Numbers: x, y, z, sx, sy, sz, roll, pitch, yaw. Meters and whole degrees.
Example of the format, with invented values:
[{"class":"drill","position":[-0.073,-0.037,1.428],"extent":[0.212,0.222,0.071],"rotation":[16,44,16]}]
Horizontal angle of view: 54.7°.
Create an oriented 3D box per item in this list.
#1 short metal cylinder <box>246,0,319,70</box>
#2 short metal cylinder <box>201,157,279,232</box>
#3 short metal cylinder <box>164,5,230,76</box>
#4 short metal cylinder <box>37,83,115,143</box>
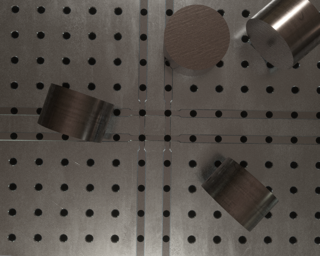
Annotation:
[{"class":"short metal cylinder","position":[0.155,-0.120,0.388],"extent":[0.050,0.080,0.080],"rotation":[-41,91,0]},{"class":"short metal cylinder","position":[0.099,0.082,0.387],"extent":[0.080,0.080,0.050],"rotation":[43,90,-1]},{"class":"short metal cylinder","position":[0.045,-0.111,0.401],"extent":[0.081,0.050,0.079],"rotation":[0,90,-1]},{"class":"short metal cylinder","position":[-0.103,-0.018,0.385],"extent":[0.080,0.080,0.050],"rotation":[19,90,-1]}]
